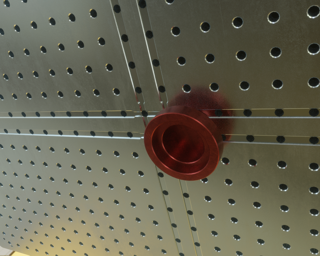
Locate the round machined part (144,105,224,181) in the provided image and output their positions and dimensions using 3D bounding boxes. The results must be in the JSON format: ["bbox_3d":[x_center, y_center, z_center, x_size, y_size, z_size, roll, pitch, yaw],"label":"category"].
[{"bbox_3d":[0.033,0.015,0.393,0.098,0.042,0.097,13,124,21],"label":"round machined part"}]
